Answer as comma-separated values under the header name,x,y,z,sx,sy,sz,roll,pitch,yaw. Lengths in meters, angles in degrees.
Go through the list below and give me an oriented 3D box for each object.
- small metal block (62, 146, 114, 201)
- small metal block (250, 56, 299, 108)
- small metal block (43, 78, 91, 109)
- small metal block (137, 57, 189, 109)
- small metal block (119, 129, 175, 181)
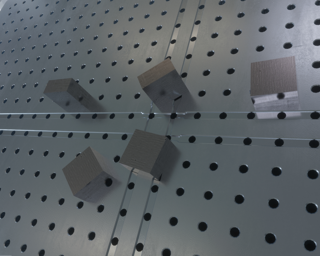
name,x,y,z,sx,sy,sz,roll,pitch,yaw
small metal block,-0.099,0.062,0.424,0.050,0.025,0.050,-40,51,1
small metal block,0.137,-0.055,0.371,0.050,0.025,0.050,-5,59,25
small metal block,-0.151,-0.055,0.507,0.050,0.050,0.025,-1,62,28
small metal block,0.005,-0.061,0.428,0.050,0.050,0.025,-30,52,9
small metal block,-0.017,0.033,0.398,0.050,0.025,0.050,14,69,33
